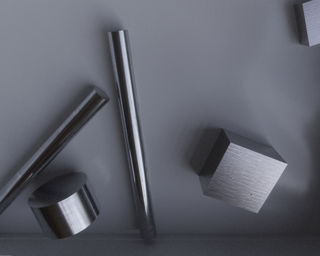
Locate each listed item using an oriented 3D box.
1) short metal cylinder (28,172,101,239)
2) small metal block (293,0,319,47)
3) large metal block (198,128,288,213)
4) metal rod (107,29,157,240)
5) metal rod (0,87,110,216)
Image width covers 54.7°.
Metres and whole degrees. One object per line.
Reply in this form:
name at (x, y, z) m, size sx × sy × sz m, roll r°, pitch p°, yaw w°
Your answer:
short metal cylinder at (-0.128, 0.102, 0.418) m, size 0.080 × 0.080 × 0.050 m, roll -16°, pitch 110°, yaw 5°
small metal block at (0.192, -0.130, 0.366) m, size 0.050 × 0.025 × 0.050 m, roll -18°, pitch 109°, yaw 6°
large metal block at (0.109, 0.058, 0.421) m, size 0.080 × 0.050 × 0.079 m, roll 21°, pitch 109°, yaw -8°
metal rod at (-0.034, 0.023, 0.419) m, size 0.025 × 0.025 × 0.298 m, roll -6°, pitch 110°, yaw 2°
metal rod at (-0.178, 0.058, 0.429) m, size 0.025 × 0.025 × 0.299 m, roll 42°, pitch 104°, yaw -14°
